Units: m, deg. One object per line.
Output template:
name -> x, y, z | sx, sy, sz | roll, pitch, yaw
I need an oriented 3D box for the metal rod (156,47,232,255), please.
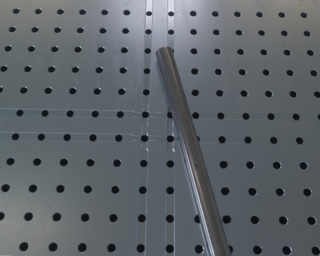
metal rod -> 0.040, 0.026, 0.402 | 0.025, 0.025, 0.299 | -12, 70, -4
